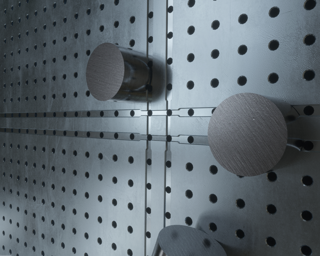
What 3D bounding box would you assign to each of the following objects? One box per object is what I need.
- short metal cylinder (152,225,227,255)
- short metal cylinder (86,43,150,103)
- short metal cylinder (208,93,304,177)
[{"bbox_3d":[0.029,0.155,0.350,0.080,0.081,0.050,27,107,36],"label":"short metal cylinder"},{"bbox_3d":[-0.060,-0.077,0.443,0.080,0.050,0.079,0,90,40],"label":"short metal cylinder"},{"bbox_3d":[0.096,0.006,0.314,0.080,0.050,0.079,0,90,40],"label":"short metal cylinder"}]
